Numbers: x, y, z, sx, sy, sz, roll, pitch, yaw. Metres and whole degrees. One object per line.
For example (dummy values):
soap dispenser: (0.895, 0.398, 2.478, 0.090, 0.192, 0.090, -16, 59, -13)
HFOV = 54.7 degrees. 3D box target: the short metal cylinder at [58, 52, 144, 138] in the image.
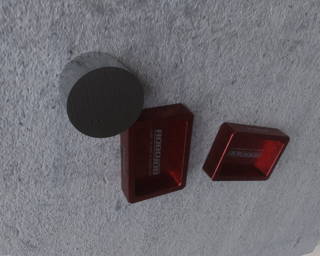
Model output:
short metal cylinder: (-0.064, -0.036, 0.333, 0.081, 0.050, 0.079, -14, 124, -21)

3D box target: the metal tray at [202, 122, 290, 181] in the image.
metal tray: (0.142, 0.042, 0.506, 0.131, 0.030, 0.089, 6, 116, -31)

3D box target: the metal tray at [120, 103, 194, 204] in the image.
metal tray: (-0.006, 0.036, 0.422, 0.091, 0.030, 0.129, -11, 123, -23)
